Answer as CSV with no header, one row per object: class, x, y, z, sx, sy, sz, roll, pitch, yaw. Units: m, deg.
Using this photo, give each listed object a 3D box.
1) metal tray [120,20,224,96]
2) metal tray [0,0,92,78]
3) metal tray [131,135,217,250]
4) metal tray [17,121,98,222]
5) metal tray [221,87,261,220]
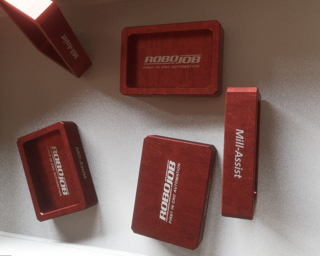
metal tray,0.014,-0.086,0.402,0.130,0.030,0.089,2,91,19
metal tray,-0.150,-0.127,0.407,0.090,0.130,0.030,34,78,16
metal tray,0.017,0.080,0.402,0.090,0.030,0.129,9,93,19
metal tray,-0.154,0.064,0.462,0.090,0.030,0.129,-20,84,18
metal tray,0.092,0.024,0.343,0.030,0.090,0.129,2,91,20
